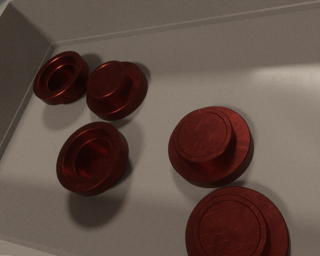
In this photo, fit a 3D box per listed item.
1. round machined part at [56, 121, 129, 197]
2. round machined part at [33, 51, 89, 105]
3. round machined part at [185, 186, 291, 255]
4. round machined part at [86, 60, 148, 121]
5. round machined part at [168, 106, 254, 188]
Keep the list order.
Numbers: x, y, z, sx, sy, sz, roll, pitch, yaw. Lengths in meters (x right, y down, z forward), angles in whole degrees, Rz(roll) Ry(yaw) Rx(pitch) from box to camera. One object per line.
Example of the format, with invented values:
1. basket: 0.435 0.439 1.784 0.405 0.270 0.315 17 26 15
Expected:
1. round machined part: -0.084 0.044 0.410 0.098 0.042 0.098 -13 56 20
2. round machined part: -0.161 -0.079 0.526 0.098 0.042 0.098 -13 56 20
3. round machined part: 0.070 0.102 0.295 0.098 0.042 0.098 -13 56 20
4. round machined part: -0.072 -0.063 0.469 0.098 0.042 0.098 -13 56 20
5. round machined part: 0.054 0.016 0.356 0.098 0.042 0.098 -13 56 20
